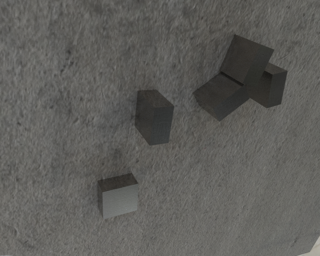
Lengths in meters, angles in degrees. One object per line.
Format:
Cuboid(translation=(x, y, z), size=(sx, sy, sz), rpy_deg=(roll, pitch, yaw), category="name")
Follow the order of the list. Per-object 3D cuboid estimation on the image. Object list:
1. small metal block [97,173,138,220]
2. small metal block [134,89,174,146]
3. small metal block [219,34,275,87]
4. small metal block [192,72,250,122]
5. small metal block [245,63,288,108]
Cuboid(translation=(-0.059, 0.095, 0.435), size=(0.050, 0.025, 0.050), rpy_deg=(-10, 123, -24), category="small metal block")
Cuboid(translation=(-0.008, -0.014, 0.379), size=(0.025, 0.050, 0.050), rpy_deg=(-7, 122, -25), category="small metal block")
Cuboid(translation=(0.110, -0.087, 0.399), size=(0.025, 0.050, 0.050), rpy_deg=(8, 115, -32), category="small metal block")
Cuboid(translation=(0.080, -0.043, 0.410), size=(0.050, 0.050, 0.025), rpy_deg=(-37, 130, -4), category="small metal block")
Cuboid(translation=(0.146, -0.063, 0.434), size=(0.025, 0.050, 0.050), rpy_deg=(-16, 125, -20), category="small metal block")
